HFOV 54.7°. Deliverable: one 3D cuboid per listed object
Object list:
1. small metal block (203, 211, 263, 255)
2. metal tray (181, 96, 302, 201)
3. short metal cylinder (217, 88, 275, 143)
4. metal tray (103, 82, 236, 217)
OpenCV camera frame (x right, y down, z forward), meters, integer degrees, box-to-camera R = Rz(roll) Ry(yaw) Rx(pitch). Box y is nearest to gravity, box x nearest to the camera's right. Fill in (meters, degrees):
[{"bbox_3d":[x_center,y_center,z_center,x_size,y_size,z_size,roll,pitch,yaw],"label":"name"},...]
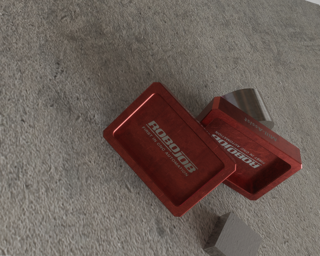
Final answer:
[{"bbox_3d":[0.087,0.137,0.367,0.050,0.025,0.050,41,51,-1],"label":"small metal block"},{"bbox_3d":[0.097,0.030,0.392,0.130,0.089,0.030,32,38,-7],"label":"metal tray"},{"bbox_3d":[0.112,-0.013,0.436,0.081,0.080,0.050,-2,63,-29],"label":"short metal cylinder"},{"bbox_3d":[0.011,0.023,0.355,0.130,0.090,0.030,48,10,5],"label":"metal tray"}]
